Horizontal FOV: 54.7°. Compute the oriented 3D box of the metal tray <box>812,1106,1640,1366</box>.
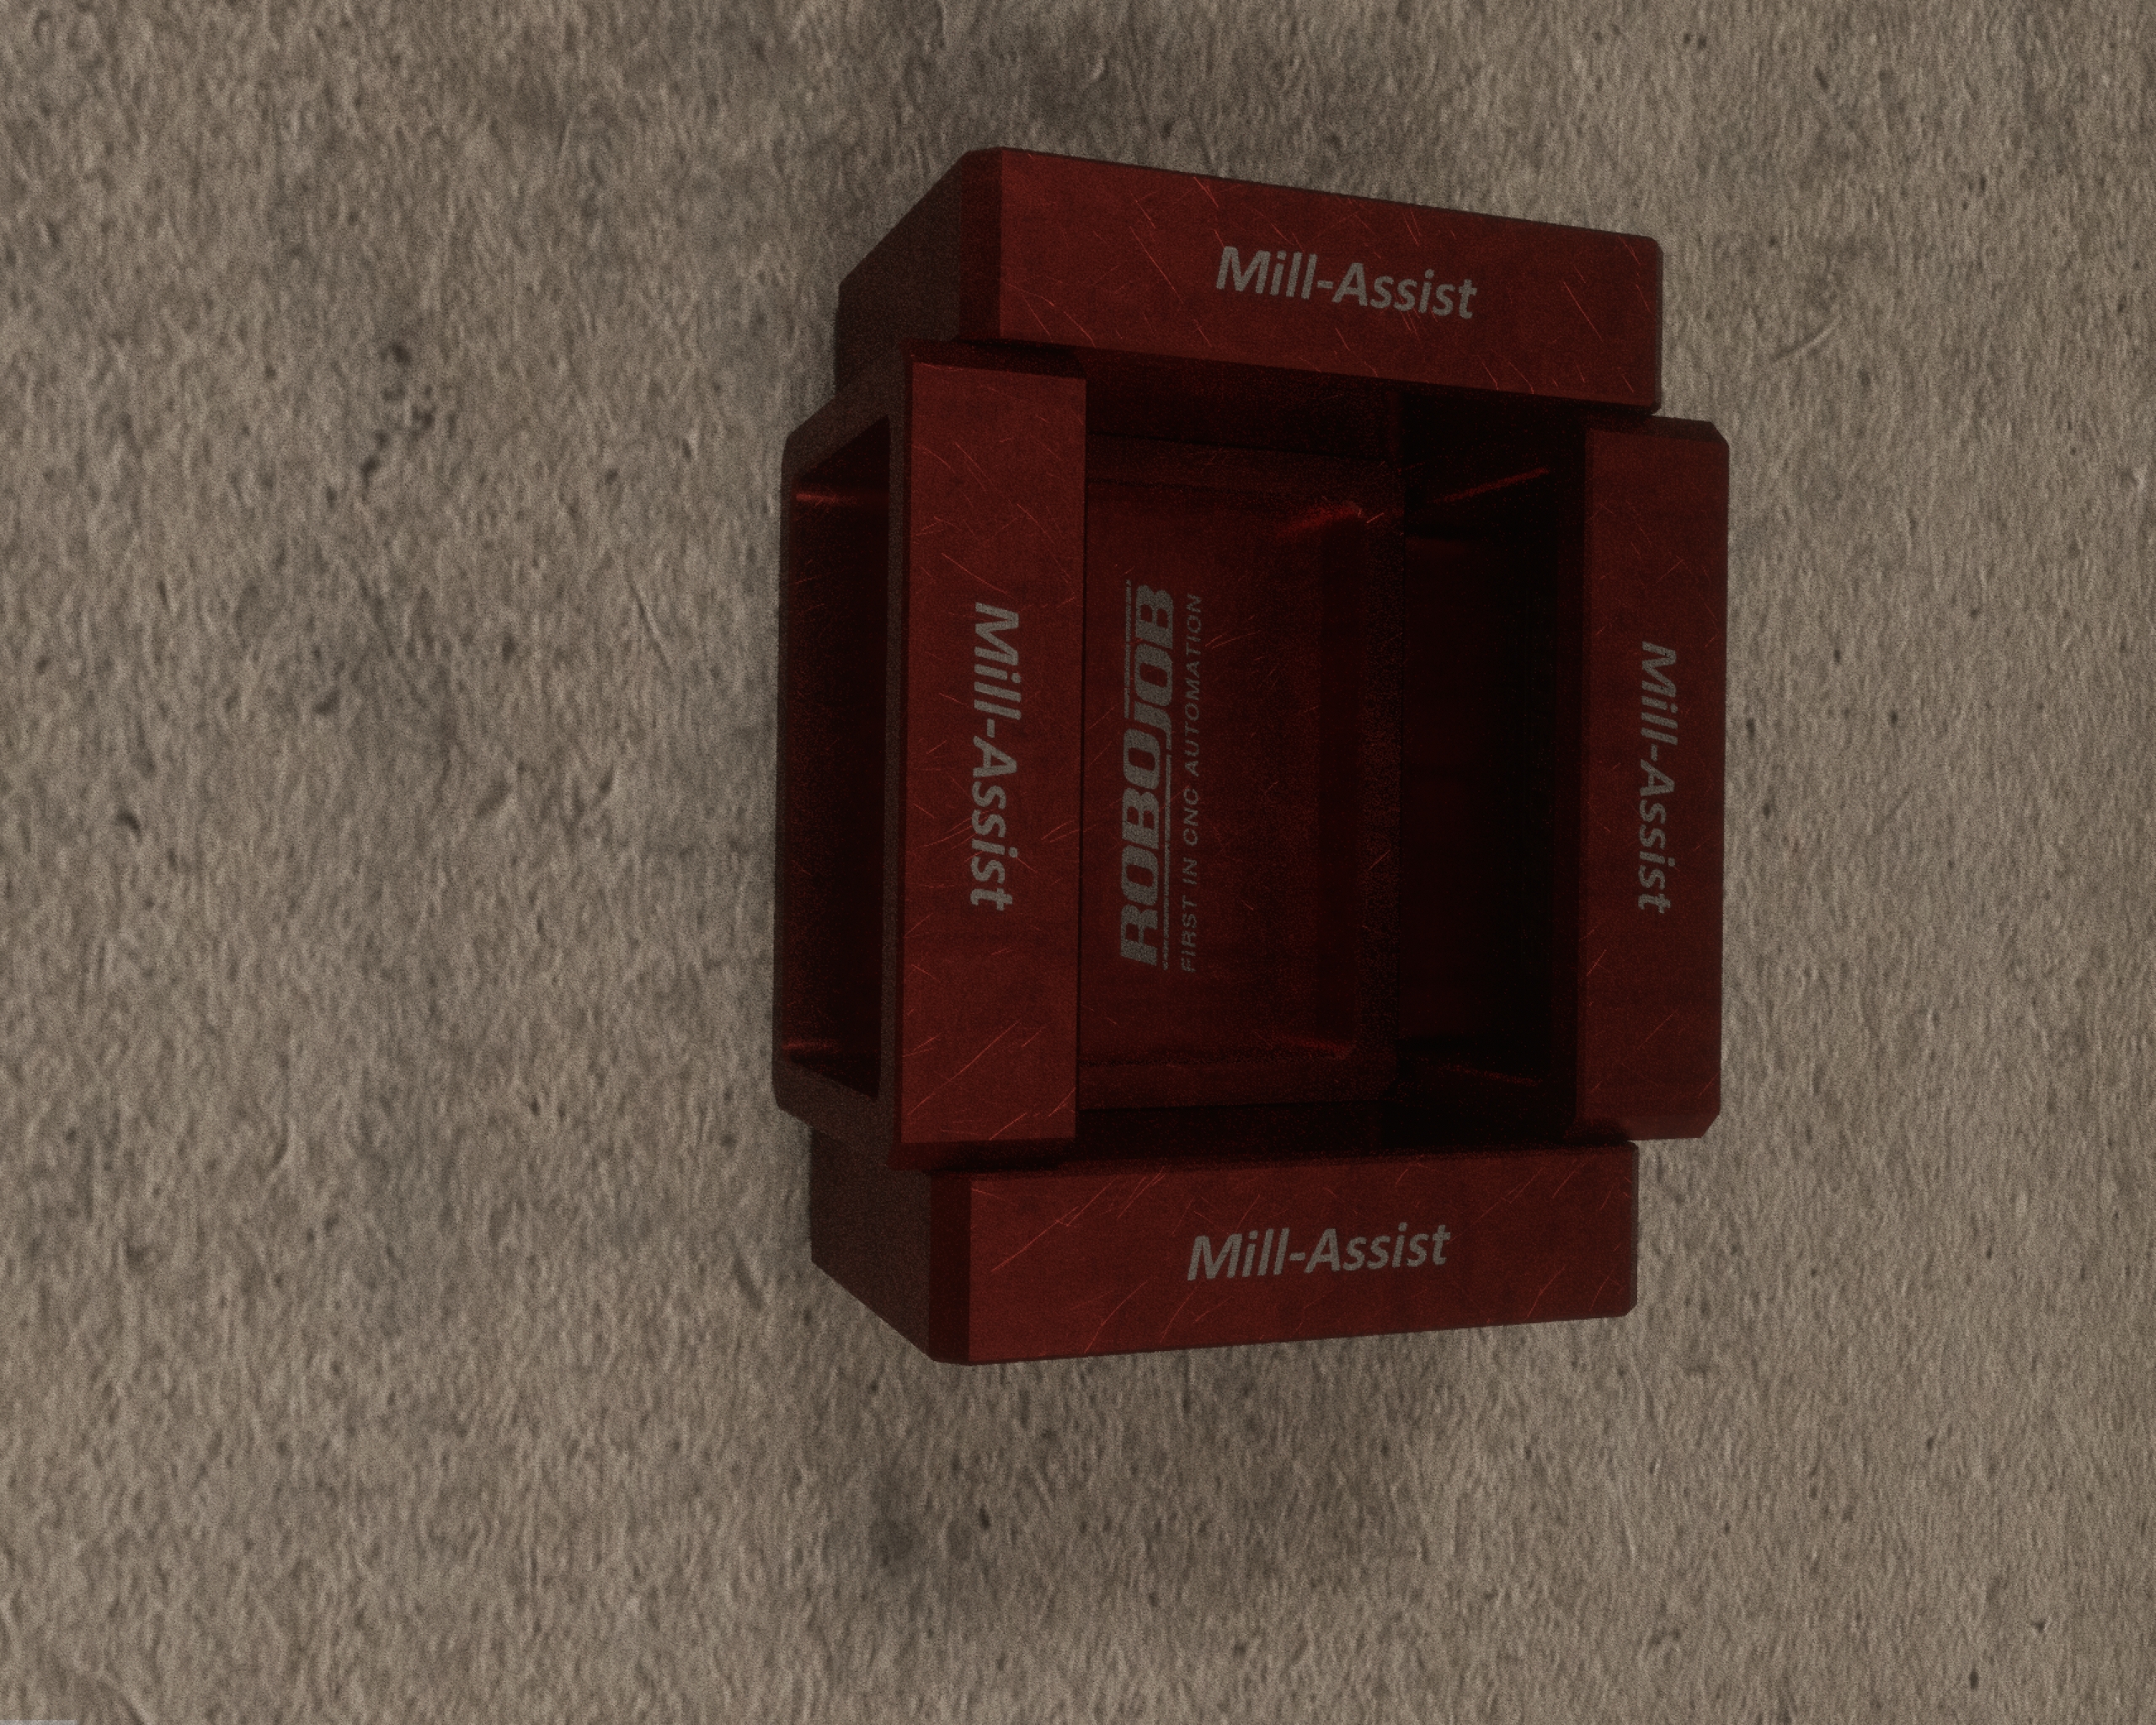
[{"bbox_3d":[0.024,0.064,0.385,0.131,0.090,0.030,1,90,-20],"label":"metal tray"}]

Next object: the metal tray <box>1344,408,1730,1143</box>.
[{"bbox_3d":[0.086,-0.015,0.408,0.030,0.090,0.129,1,90,-20],"label":"metal tray"}]

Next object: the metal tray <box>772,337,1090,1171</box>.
[{"bbox_3d":[-0.028,-0.017,0.365,0.030,0.090,0.129,1,90,-20],"label":"metal tray"}]

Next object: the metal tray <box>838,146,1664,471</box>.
[{"bbox_3d":[0.029,-0.096,0.387,0.131,0.090,0.030,1,90,-20],"label":"metal tray"}]

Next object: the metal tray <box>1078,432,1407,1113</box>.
[{"bbox_3d":[0.018,-0.017,0.415,0.091,0.030,0.129,1,90,-21],"label":"metal tray"}]
